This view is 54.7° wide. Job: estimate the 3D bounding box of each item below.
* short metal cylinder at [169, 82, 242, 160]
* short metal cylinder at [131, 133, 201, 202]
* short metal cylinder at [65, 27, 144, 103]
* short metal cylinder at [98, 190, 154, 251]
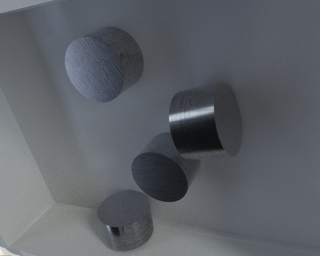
[{"bbox_3d":[0.052,-0.006,0.341,0.050,0.080,0.080,-9,114,32],"label":"short metal cylinder"},{"bbox_3d":[0.009,0.053,0.421,0.080,0.050,0.079,13,124,21],"label":"short metal cylinder"},{"bbox_3d":[-0.067,-0.078,0.380,0.080,0.050,0.079,13,124,21],"label":"short metal cylinder"},{"bbox_3d":[-0.053,0.144,0.491,0.080,0.080,0.050,7,121,25],"label":"short metal cylinder"}]
